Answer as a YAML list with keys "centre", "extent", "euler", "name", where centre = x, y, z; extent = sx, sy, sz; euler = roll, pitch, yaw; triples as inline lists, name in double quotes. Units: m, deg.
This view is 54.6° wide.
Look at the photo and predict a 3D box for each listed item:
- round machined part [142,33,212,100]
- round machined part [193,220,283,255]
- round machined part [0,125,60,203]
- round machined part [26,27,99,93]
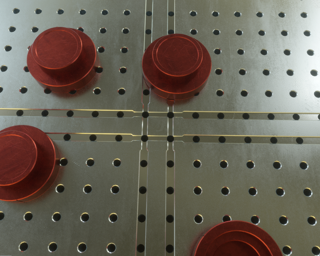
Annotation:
- centre: [0.024, -0.093, 0.437]
  extent: [0.099, 0.042, 0.098]
  euler: [0, 70, 0]
  name: "round machined part"
- centre: [0.084, 0.155, 0.347]
  extent: [0.099, 0.042, 0.098]
  euler: [0, 70, 0]
  name: "round machined part"
- centre: [-0.180, 0.041, 0.387]
  extent: [0.099, 0.042, 0.098]
  euler: [0, 70, 0]
  name: "round machined part"
- centre: [-0.140, -0.103, 0.440]
  extent: [0.099, 0.042, 0.098]
  euler: [0, 70, 0]
  name: "round machined part"
